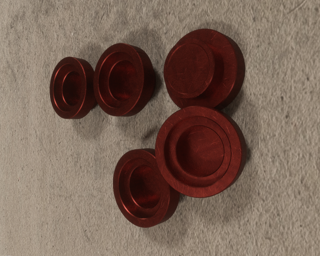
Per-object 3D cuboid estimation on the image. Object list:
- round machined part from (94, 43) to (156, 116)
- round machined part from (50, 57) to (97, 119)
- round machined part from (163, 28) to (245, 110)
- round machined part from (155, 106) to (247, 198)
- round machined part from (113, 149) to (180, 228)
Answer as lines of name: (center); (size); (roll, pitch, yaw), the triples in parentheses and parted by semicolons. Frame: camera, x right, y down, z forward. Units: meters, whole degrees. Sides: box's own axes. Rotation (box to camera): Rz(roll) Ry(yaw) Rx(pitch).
round machined part: (-0.044, -0.064, 0.428); (0.098, 0.042, 0.097); (0, 90, 39)
round machined part: (-0.133, -0.063, 0.500); (0.098, 0.042, 0.097); (0, 90, 39)
round machined part: (0.043, -0.066, 0.357); (0.098, 0.042, 0.097); (0, 90, 39)
round machined part: (0.047, 0.025, 0.345); (0.098, 0.042, 0.097); (0, 89, 28)
round machined part: (-0.013, 0.075, 0.402); (0.098, 0.042, 0.097); (1, 91, 40)
